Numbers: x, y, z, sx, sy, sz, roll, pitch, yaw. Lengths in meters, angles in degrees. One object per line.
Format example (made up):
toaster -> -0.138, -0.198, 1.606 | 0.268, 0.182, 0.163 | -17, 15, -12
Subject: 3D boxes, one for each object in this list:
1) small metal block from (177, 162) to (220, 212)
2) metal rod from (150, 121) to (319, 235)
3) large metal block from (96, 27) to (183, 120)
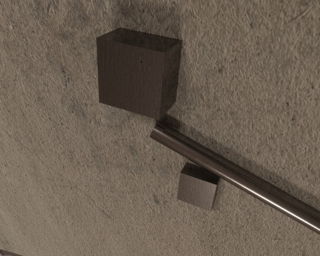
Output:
small metal block -> 0.053, 0.081, 0.428 | 0.050, 0.025, 0.050 | 17, 125, 18
metal rod -> 0.123, 0.075, 0.387 | 0.301, 0.025, 0.025 | 30, 128, 8
large metal block -> -0.024, -0.065, 0.362 | 0.080, 0.050, 0.079 | 17, 125, 18
